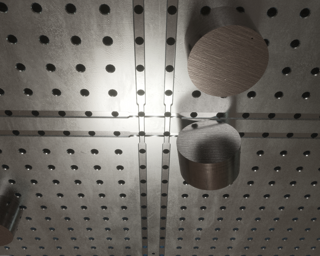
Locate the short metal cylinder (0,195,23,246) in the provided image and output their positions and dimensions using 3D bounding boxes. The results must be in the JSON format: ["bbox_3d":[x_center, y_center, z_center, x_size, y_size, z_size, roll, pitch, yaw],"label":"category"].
[{"bbox_3d":[-0.282,0.157,0.525,0.081,0.050,0.079,0,130,0],"label":"short metal cylinder"}]

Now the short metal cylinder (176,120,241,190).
[{"bbox_3d":[0.064,0.034,0.406,0.080,0.080,0.050,-6,130,4],"label":"short metal cylinder"}]

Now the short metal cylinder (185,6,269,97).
[{"bbox_3d":[0.068,-0.080,0.328,0.081,0.050,0.079,0,130,0],"label":"short metal cylinder"}]
